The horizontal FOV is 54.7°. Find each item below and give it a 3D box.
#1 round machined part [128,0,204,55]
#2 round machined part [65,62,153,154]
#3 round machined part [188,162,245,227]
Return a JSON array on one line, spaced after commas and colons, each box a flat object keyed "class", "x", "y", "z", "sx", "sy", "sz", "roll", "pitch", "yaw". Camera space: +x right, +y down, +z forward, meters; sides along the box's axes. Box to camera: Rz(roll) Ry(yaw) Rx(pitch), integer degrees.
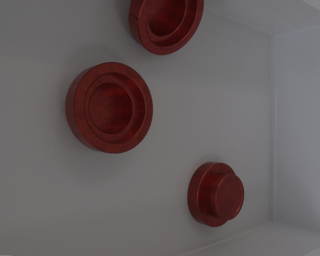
[{"class": "round machined part", "x": 0.003, "y": -0.143, "z": 0.378, "sx": 0.099, "sy": 0.042, "sz": 0.097, "roll": -27, "pitch": 141, "yaw": -25}, {"class": "round machined part", "x": -0.059, "y": -0.021, "z": 0.346, "sx": 0.099, "sy": 0.042, "sz": 0.097, "roll": 0, "pitch": 90, "yaw": -40}, {"class": "round machined part", "x": 0.091, "y": 0.102, "z": 0.472, "sx": 0.099, "sy": 0.042, "sz": 0.097, "roll": 0, "pitch": 90, "yaw": -40}]
